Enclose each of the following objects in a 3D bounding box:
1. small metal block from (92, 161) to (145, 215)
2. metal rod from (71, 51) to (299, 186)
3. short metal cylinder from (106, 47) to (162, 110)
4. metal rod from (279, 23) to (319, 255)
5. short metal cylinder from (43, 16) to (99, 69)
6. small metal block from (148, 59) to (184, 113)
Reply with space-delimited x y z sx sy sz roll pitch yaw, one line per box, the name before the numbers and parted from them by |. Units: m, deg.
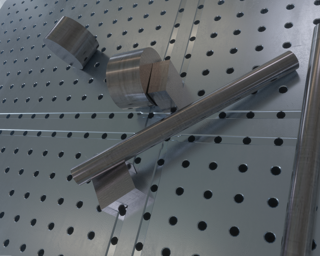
small metal block | -0.054 0.073 0.392 0.050 0.025 0.050 -34 51 6
metal rod | 0.028 -0.011 0.380 0.301 0.025 0.025 -28 52 2
short metal cylinder | -0.030 -0.067 0.430 0.050 0.080 0.080 -5 60 26
metal rod | 0.155 0.011 0.319 0.025 0.025 0.300 5 64 30
short metal cylinder | -0.156 -0.149 0.546 0.080 0.080 0.050 23 74 36
small metal block | 0.009 -0.056 0.422 0.025 0.050 0.050 -6 59 25
